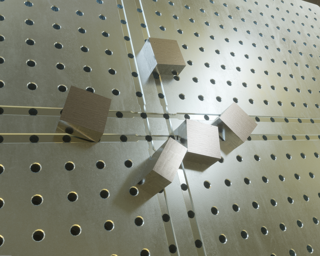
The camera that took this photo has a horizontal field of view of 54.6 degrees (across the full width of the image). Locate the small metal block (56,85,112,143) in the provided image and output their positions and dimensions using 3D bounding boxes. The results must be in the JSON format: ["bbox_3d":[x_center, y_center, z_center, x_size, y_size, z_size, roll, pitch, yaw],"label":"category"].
[{"bbox_3d":[-0.090,-0.016,0.370,0.050,0.025,0.050,19,55,-17],"label":"small metal block"}]

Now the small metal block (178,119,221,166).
[{"bbox_3d":[0.053,0.020,0.424,0.050,0.025,0.050,14,56,-21],"label":"small metal block"}]

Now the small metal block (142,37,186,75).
[{"bbox_3d":[0.006,-0.110,0.478,0.050,0.025,0.050,-3,63,-30],"label":"small metal block"}]

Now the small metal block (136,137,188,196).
[{"bbox_3d":[0.002,0.046,0.365,0.025,0.050,0.050,35,51,-6],"label":"small metal block"}]

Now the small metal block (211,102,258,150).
[{"bbox_3d":[0.113,-0.004,0.471,0.050,0.025,0.050,45,51,3],"label":"small metal block"}]
